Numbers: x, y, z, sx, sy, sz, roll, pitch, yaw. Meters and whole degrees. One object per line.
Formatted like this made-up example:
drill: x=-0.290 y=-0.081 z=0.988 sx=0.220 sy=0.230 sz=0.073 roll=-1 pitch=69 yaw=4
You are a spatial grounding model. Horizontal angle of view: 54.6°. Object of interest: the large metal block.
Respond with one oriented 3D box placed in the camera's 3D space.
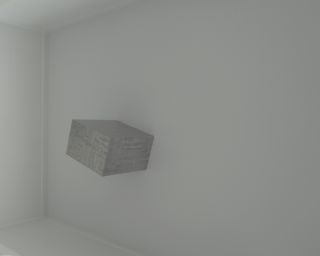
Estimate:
large metal block: x=-0.069 y=0.024 z=0.429 sx=0.080 sy=0.081 sz=0.050 roll=22 pitch=104 yaw=38
